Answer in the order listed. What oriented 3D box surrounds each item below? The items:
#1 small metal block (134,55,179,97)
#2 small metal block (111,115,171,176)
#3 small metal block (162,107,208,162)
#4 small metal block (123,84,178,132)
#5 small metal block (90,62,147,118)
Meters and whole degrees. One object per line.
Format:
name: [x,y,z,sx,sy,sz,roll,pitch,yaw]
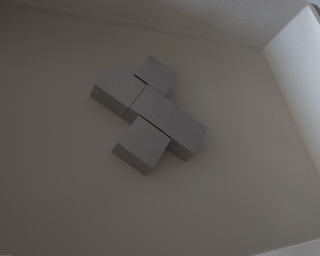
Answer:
small metal block: [-0.009,-0.067,0.439,0.050,0.025,0.050,36,50,-4]
small metal block: [-0.022,0.021,0.379,0.050,0.025,0.050,37,52,-4]
small metal block: [0.029,0.008,0.413,0.050,0.025,0.050,36,51,-5]
small metal block: [-0.012,-0.022,0.409,0.050,0.025,0.050,36,51,-5]
small metal block: [-0.054,-0.050,0.404,0.050,0.025,0.050,36,51,-5]
